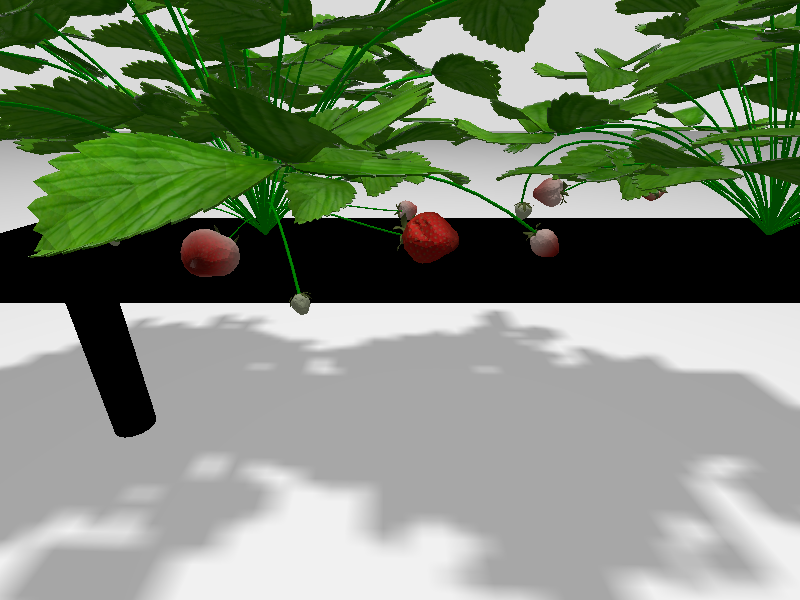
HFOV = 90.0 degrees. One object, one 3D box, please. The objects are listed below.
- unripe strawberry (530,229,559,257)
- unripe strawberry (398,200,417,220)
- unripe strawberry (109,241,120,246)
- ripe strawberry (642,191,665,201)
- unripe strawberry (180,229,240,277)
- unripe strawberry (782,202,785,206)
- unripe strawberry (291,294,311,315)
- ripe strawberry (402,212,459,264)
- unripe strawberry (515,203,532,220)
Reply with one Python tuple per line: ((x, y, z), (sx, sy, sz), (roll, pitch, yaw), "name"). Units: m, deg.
((0.108, -0.042, 0.297), (0.020, 0.023, 0.023), (-46, 5, 28), "unripe strawberry")
((0.008, -0.092, 0.410), (0.020, 0.020, 0.019), (-11, 27, -23), "unripe strawberry")
((-0.236, -0.050, 0.330), (0.011, 0.011, 0.010), (-6, 25, -13), "unripe strawberry")
((0.312, -0.138, 0.499), (0.030, 0.027, 0.027), (-3, 15, -6), "ripe strawberry")
((-0.122, -0.029, 0.254), (0.035, 0.030, 0.035), (0, 25, 1), "unripe strawberry")
((0.431, -0.109, 0.456), (0.011, 0.012, 0.012), (21, 32, 38), "unripe strawberry")
((-0.052, 0.003, 0.211), (0.010, 0.011, 0.011), (-10, -16, -21), "unripe strawberry")
((0.022, -0.042, 0.278), (0.037, 0.036, 0.040), (13, 28, 26), "ripe strawberry")
((0.121, -0.087, 0.394), (0.016, 0.015, 0.014), (5, 25, 11), "unripe strawberry")
